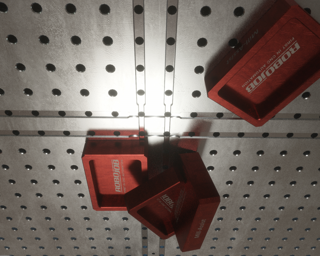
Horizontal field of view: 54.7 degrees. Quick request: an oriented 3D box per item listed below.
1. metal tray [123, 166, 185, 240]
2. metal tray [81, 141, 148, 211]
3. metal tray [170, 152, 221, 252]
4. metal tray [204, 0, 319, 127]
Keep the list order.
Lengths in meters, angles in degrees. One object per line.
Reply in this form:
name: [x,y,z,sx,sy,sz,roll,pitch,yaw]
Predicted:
metal tray: [0.014,0.121,0.481,0.090,0.030,0.130,-31,136,4]
metal tray: [-0.062,0.076,0.472,0.091,0.030,0.129,0,130,-1]
metal tray: [0.044,0.111,0.461,0.030,0.090,0.129,-4,132,-16]
metal tray: [0.126,-0.068,0.352,0.090,0.030,0.129,28,124,-23]
